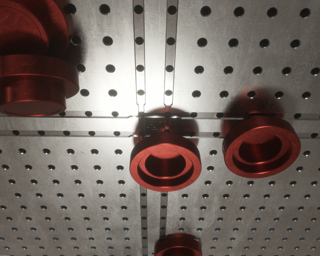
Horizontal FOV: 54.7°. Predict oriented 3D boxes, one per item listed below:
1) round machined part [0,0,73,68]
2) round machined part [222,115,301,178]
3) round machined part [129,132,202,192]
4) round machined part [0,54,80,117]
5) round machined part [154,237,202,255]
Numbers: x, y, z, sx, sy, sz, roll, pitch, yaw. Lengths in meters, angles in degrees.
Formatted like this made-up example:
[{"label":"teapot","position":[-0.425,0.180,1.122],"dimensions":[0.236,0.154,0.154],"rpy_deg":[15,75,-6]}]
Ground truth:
[{"label":"round machined part","position":[-0.142,-0.101,0.312],"dimensions":[0.099,0.042,0.097],"rpy_deg":[-1,130,0]},{"label":"round machined part","position":[0.133,0.021,0.420],"dimensions":[0.099,0.042,0.097],"rpy_deg":[-1,131,0]},{"label":"round machined part","position":[0.007,0.044,0.438],"dimensions":[0.099,0.042,0.097],"rpy_deg":[-1,130,0]},{"label":"round machined part","position":[-0.137,-0.039,0.331],"dimensions":[0.099,0.042,0.098],"rpy_deg":[-6,170,-1]},{"label":"round machined part","position":[0.037,0.266,0.628],"dimensions":[0.099,0.042,0.097],"rpy_deg":[-1,130,0]}]
